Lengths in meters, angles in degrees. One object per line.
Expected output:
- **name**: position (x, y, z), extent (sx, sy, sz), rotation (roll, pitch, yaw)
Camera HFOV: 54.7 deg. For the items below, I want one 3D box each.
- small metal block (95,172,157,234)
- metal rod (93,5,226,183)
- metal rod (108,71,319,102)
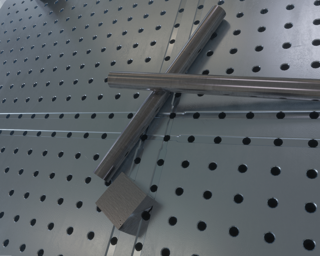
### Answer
- **small metal block**: position (-0.042, 0.090, 0.375), extent (0.050, 0.025, 0.050), rotation (35, 81, 38)
- **metal rod**: position (0.005, -0.055, 0.439), extent (0.025, 0.025, 0.300), rotation (26, 75, 37)
- **metal rod**: position (0.069, -0.053, 0.383), extent (0.301, 0.025, 0.025), rotation (7, 65, 23)
